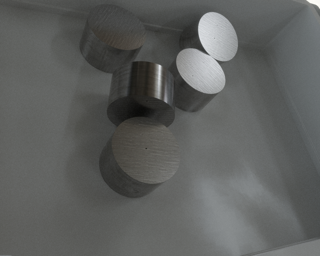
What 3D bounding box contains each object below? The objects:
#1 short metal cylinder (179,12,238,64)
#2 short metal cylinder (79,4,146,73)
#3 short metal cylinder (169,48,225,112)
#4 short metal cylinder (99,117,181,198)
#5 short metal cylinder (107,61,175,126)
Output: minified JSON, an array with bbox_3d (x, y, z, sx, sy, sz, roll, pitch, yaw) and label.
[{"bbox_3d":[0.078,-0.138,0.501,0.081,0.050,0.080,6,77,-30],"label":"short metal cylinder"},{"bbox_3d":[-0.066,-0.123,0.429,0.081,0.050,0.080,14,56,-21],"label":"short metal cylinder"},{"bbox_3d":[0.048,-0.070,0.458,0.081,0.050,0.080,14,56,-21],"label":"short metal cylinder"},{"bbox_3d":[-0.024,0.034,0.356,0.081,0.050,0.080,14,56,-21],"label":"short metal cylinder"},{"bbox_3d":[-0.022,-0.036,0.380,0.081,0.080,0.050,15,56,-20],"label":"short metal cylinder"}]
